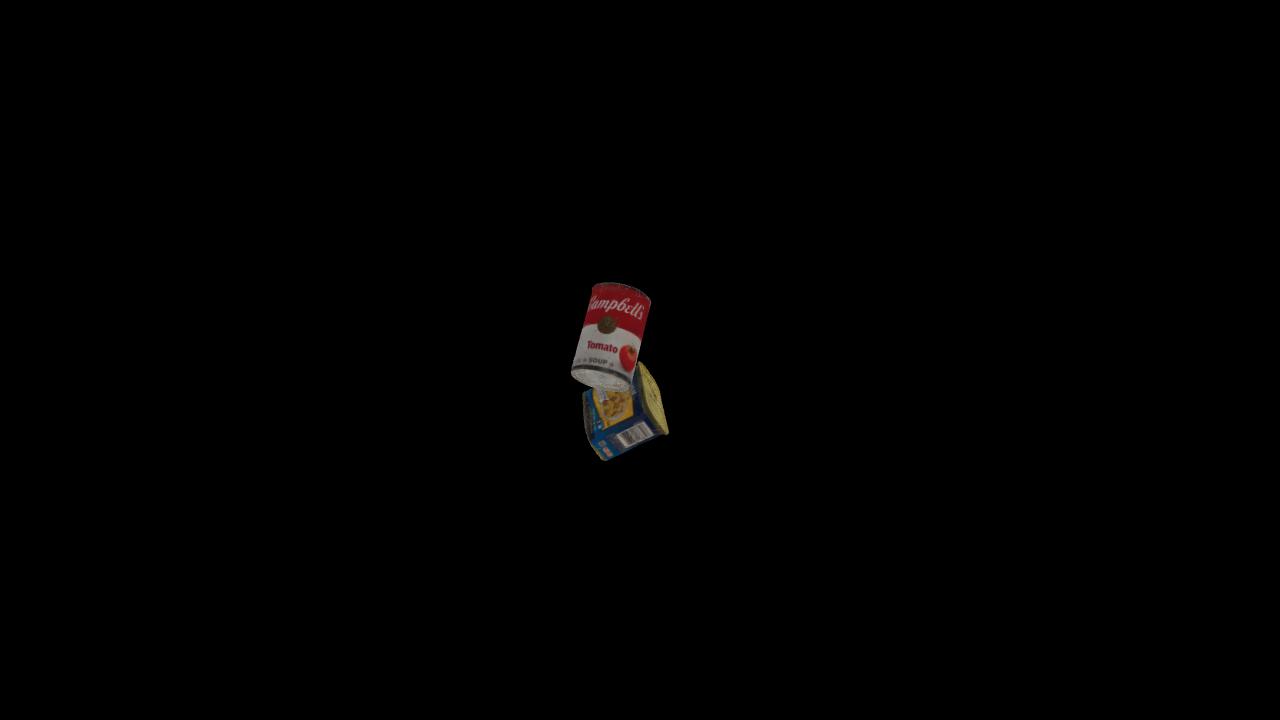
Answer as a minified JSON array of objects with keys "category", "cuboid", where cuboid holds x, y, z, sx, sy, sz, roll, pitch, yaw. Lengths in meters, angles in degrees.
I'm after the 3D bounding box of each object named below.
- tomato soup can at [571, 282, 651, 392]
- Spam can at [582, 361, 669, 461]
[{"category":"tomato soup can","cuboid":[-0.031,-0.024,0.663,0.068,0.101,0.068,12,-18,4]},{"category":"Spam can","cuboid":[-0.020,0.062,0.742,0.085,0.058,0.101,-27,36,11]}]
